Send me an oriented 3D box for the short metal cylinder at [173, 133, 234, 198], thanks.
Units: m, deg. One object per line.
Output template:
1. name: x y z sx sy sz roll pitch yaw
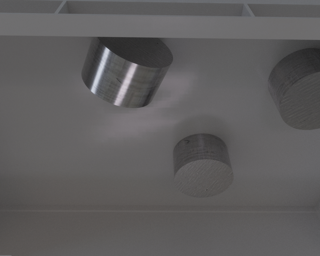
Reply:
1. short metal cylinder: 0.059 0.054 0.439 0.081 0.050 0.079 0 130 0

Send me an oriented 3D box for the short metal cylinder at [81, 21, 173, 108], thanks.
1. short metal cylinder: -0.034 -0.066 0.317 0.080 0.080 0.050 18 128 -15

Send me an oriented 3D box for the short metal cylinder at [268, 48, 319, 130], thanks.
1. short metal cylinder: 0.172 -0.044 0.357 0.081 0.050 0.079 0 130 0
